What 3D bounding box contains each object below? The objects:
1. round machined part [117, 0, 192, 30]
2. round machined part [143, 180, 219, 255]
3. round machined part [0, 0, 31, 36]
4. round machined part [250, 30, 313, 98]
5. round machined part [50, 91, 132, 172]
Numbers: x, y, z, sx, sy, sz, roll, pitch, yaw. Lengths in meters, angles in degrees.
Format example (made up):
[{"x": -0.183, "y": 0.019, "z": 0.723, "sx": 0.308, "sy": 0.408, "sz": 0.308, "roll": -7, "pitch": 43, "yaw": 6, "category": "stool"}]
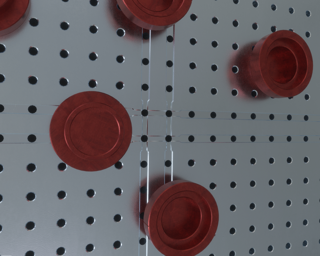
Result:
[{"x": -0.010, "y": -0.174, "z": 0.399, "sx": 0.099, "sy": 0.042, "sz": 0.097, "roll": 0, "pitch": 90, "yaw": -20, "category": "round machined part"}, {"x": 0.025, "y": 0.117, "z": 0.413, "sx": 0.099, "sy": 0.042, "sz": 0.097, "roll": 0, "pitch": 90, "yaw": -20, "category": "round machined part"}, {"x": -0.193, "y": -0.151, "z": 0.332, "sx": 0.099, "sy": 0.042, "sz": 0.097, "roll": 0, "pitch": 90, "yaw": -20, "category": "round machined part"}, {"x": 0.177, "y": -0.094, "z": 0.468, "sx": 0.099, "sy": 0.042, "sz": 0.097, "roll": 0, "pitch": 90, "yaw": -20, "category": "round machined part"}, {"x": -0.081, "y": 0.004, "z": 0.374, "sx": 0.099, "sy": 0.042, "sz": 0.097, "roll": 0, "pitch": 90, "yaw": -20, "category": "round machined part"}]
